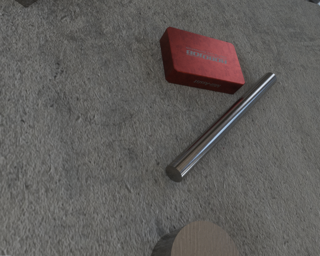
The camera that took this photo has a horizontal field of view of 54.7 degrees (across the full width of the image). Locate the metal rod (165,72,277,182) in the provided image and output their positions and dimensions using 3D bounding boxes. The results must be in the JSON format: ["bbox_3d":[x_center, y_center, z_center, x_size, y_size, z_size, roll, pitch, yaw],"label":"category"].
[{"bbox_3d":[0.109,-0.017,0.472,0.025,0.025,0.302,48,51,5],"label":"metal rod"}]

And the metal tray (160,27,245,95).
[{"bbox_3d":[0.069,-0.108,0.503,0.131,0.030,0.090,7,59,-25],"label":"metal tray"}]

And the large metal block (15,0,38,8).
[{"bbox_3d":[-0.189,-0.225,0.423,0.080,0.050,0.080,35,51,-5],"label":"large metal block"}]

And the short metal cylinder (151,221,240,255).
[{"bbox_3d":[0.036,0.142,0.320,0.081,0.050,0.080,14,56,-21],"label":"short metal cylinder"}]
